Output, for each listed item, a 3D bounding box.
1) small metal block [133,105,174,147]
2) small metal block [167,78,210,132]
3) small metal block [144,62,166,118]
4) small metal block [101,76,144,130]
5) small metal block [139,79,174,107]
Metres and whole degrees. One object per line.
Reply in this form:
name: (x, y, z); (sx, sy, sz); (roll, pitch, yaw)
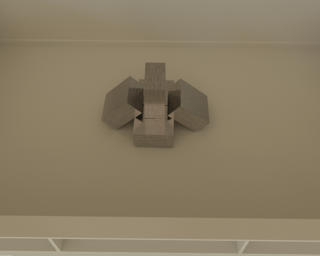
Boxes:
small metal block: (-0.007, -0.003, 0.405); (0.050, 0.025, 0.050); (2, 50, 2)
small metal block: (0.038, -0.030, 0.413); (0.050, 0.025, 0.050); (29, 44, -28)
small metal block: (-0.006, -0.047, 0.393); (0.025, 0.050, 0.050); (1, 50, 0)
small metal block: (-0.049, -0.033, 0.412); (0.050, 0.025, 0.050); (-30, 41, 32)
small metal block: (-0.006, -0.042, 0.437); (0.050, 0.025, 0.050); (2, 50, 1)
